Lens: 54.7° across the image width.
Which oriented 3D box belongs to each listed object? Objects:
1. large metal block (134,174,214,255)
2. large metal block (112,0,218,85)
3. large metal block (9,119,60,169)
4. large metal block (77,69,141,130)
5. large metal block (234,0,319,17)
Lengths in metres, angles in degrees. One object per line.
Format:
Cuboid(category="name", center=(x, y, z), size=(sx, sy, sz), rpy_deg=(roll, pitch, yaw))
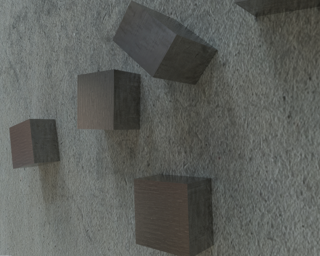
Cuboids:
Cuboid(category="large metal block", center=(0.016, 0.101, 0.376), size=(0.080, 0.050, 0.080), rpy_deg=(-3, 88, 40))
Cuboid(category="large metal block", center=(0.006, -0.097, 0.364), size=(0.080, 0.081, 0.050), rpy_deg=(46, 118, 30))
Cuboid(category="large metal block", center=(-0.238, 0.030, 0.586), size=(0.080, 0.050, 0.080), rpy_deg=(-15, 81, 39))
Cuboid(category="large metal block", center=(-0.075, -0.038, 0.451), size=(0.080, 0.050, 0.080), rpy_deg=(1, 91, 40))
Cuboid(category="large metal block", center=(0.120, -0.157, 0.289), size=(0.080, 0.050, 0.079), rpy_deg=(5, 93, 40))
